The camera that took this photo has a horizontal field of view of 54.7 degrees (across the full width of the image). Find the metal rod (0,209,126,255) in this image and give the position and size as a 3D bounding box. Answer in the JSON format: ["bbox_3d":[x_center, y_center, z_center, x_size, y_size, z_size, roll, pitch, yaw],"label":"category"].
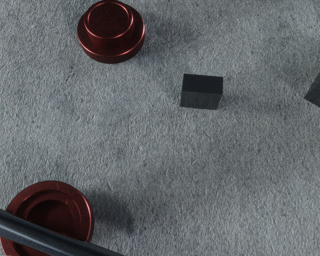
[{"bbox_3d":[-0.120,0.115,0.320,0.301,0.025,0.025,18,71,6],"label":"metal rod"}]

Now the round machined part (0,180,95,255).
[{"bbox_3d":[-0.125,0.113,0.357,0.099,0.042,0.098,0,70,0],"label":"round machined part"}]

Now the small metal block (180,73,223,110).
[{"bbox_3d":[0.054,-0.047,0.412,0.050,0.050,0.025,5,70,2],"label":"small metal block"}]

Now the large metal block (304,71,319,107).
[{"bbox_3d":[0.259,-0.060,0.418,0.080,0.050,0.080,33,73,11],"label":"large metal block"}]

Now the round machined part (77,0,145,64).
[{"bbox_3d":[-0.072,-0.147,0.452,0.099,0.042,0.098,0,70,0],"label":"round machined part"}]
